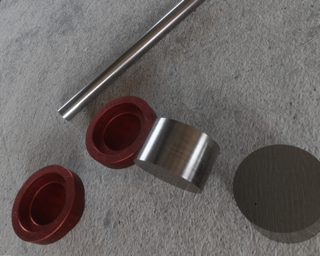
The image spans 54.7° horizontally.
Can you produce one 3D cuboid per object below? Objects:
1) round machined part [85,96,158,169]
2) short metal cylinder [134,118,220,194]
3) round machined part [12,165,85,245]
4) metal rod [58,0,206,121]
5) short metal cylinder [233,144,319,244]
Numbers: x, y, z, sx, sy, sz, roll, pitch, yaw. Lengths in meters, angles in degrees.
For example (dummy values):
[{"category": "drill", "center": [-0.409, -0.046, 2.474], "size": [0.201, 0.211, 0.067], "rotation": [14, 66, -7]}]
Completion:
[{"category": "round machined part", "center": [-0.045, 0.009, 0.410], "size": [0.098, 0.042, 0.098], "rotation": [-13, 56, 20]}, {"category": "short metal cylinder", "center": [0.019, 0.031, 0.339], "size": [0.080, 0.080, 0.050], "rotation": [15, 70, 34]}, {"category": "round machined part", "center": [-0.138, 0.100, 0.402], "size": [0.098, 0.042, 0.098], "rotation": [-13, 56, 20]}, {"category": "metal rod", "center": [-0.042, -0.120, 0.497], "size": [0.300, 0.025, 0.025], "rotation": [-42, 51, -1]}, {"category": "short metal cylinder", "center": [0.114, 0.062, 0.290], "size": [0.080, 0.050, 0.080], "rotation": [-13, 56, 20]}]
